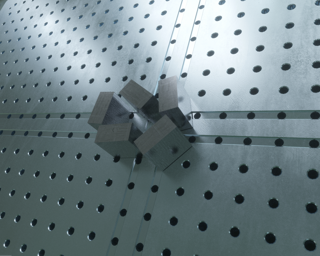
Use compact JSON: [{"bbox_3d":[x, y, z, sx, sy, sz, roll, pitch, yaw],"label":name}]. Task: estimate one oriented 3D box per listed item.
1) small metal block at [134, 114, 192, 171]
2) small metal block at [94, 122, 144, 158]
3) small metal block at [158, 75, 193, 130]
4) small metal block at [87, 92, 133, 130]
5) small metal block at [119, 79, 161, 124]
[{"bbox_3d":[0.005,0.019,0.378,0.050,0.050,0.025,-41,50,1],"label":"small metal block"},{"bbox_3d":[-0.048,0.018,0.407,0.050,0.050,0.025,-5,60,26],"label":"small metal block"},{"bbox_3d":[0.020,-0.031,0.401,0.025,0.050,0.050,-15,55,20],"label":"small metal block"},{"bbox_3d":[-0.069,-0.017,0.440,0.025,0.050,0.050,3,64,30],"label":"small metal block"},{"bbox_3d":[-0.021,-0.033,0.425,0.025,0.050,0.050,-48,52,-4],"label":"small metal block"}]
